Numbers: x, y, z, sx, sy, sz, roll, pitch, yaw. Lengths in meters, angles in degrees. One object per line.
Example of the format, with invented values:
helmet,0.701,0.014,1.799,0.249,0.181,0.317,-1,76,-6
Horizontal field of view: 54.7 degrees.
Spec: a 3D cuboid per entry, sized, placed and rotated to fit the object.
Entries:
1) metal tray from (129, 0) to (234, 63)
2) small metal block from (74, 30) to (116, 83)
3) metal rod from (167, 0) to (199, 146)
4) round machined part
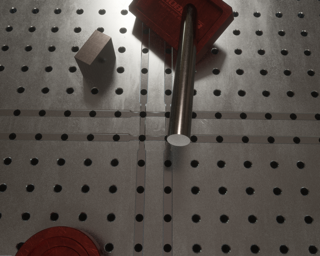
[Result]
metal tray,0.029,-0.168,0.450,0.130,0.030,0.090,43,102,13
small metal block,-0.089,-0.099,0.434,0.025,0.050,0.050,29,72,9
metal rod,0.037,-0.111,0.417,0.025,0.025,0.300,7,57,2
round machined part,-0.109,0.160,0.343,0.099,0.042,0.098,0,70,-1
